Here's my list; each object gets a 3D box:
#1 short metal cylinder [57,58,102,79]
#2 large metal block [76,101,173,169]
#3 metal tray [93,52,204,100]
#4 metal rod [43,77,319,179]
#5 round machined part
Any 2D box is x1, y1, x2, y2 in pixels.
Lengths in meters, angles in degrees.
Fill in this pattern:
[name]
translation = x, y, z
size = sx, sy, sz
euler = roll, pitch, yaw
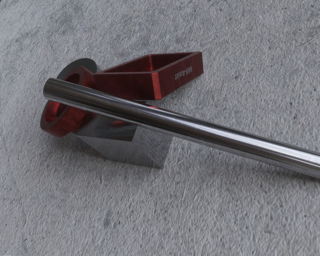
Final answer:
[short metal cylinder]
translation = -0.119, -0.063, 0.488
size = 0.080, 0.050, 0.080
euler = -13, 56, 20
[large metal block]
translation = -0.040, 0.008, 0.384
size = 0.080, 0.080, 0.050
euler = 5, 64, 30
[metal tray]
translation = -0.010, -0.071, 0.400
size = 0.090, 0.030, 0.131
euler = 5, 24, 30
[metal rod]
translation = 0.022, -0.002, 0.318
size = 0.301, 0.025, 0.025
euler = 16, 68, 8
[round machined part]
translation = -0.113, -0.030, 0.414
size = 0.098, 0.042, 0.098
euler = -30, 42, 32
